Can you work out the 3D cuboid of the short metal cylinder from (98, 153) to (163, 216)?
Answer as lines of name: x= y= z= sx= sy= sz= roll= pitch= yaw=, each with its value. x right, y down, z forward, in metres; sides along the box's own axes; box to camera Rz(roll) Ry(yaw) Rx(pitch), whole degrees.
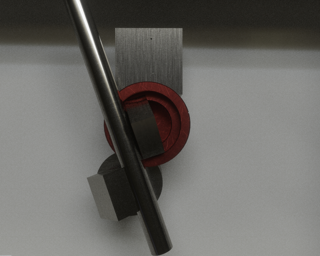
short metal cylinder: x=-0.037 y=0.066 z=0.398 sx=0.081 sy=0.050 sz=0.079 roll=0 pitch=90 yaw=-1

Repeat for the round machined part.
round machined part: x=-0.014 y=-0.005 z=0.372 sx=0.099 sy=0.042 sz=0.097 roll=0 pitch=90 yaw=-1

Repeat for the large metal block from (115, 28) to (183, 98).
large metal block: x=-0.013 y=-0.080 z=0.396 sx=0.081 sy=0.050 sz=0.079 roll=0 pitch=90 yaw=-1

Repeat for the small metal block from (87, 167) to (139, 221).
small metal block: x=-0.054 y=0.073 z=0.345 sx=0.025 sy=0.050 sz=0.050 roll=-19 pitch=90 yaw=-34

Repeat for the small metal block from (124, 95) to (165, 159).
small metal block: x=-0.018 y=-0.002 z=0.349 sx=0.025 sy=0.050 sz=0.050 roll=-19 pitch=125 yaw=-4

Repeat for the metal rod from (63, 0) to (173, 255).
metal rod: x=-0.047 y=-0.007 z=0.340 sx=0.025 sy=0.025 sz=0.298 roll=-19 pitch=90 yaw=0
